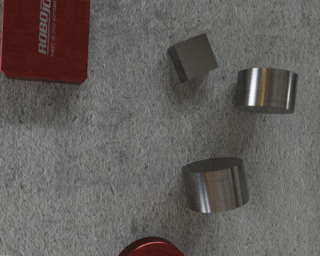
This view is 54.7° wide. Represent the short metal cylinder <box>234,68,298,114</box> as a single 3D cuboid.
[{"bbox_3d":[0.148,-0.050,0.435,0.081,0.080,0.050,8,88,-20],"label":"short metal cylinder"}]

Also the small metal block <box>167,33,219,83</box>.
[{"bbox_3d":[0.045,-0.096,0.426,0.050,0.025,0.050,-26,99,-18],"label":"small metal block"}]

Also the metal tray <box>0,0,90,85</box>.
[{"bbox_3d":[-0.130,-0.119,0.358,0.091,0.030,0.129,2,89,-20],"label":"metal tray"}]

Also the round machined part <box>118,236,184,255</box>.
[{"bbox_3d":[-0.015,0.187,0.395,0.099,0.042,0.097,0,90,-20],"label":"round machined part"}]

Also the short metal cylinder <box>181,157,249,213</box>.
[{"bbox_3d":[0.072,0.072,0.407,0.081,0.080,0.050,-11,94,-20],"label":"short metal cylinder"}]
